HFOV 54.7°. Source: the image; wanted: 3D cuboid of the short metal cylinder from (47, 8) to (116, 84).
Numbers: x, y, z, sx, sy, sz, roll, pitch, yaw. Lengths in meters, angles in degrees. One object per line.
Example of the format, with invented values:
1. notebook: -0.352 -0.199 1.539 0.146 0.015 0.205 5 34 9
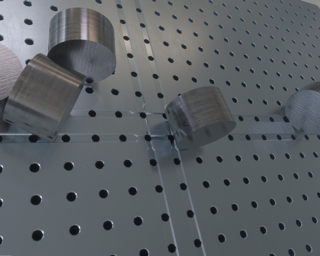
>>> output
1. short metal cylinder: -0.096 -0.099 0.381 0.081 0.080 0.050 6 59 -25

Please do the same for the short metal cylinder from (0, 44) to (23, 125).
1. short metal cylinder: -0.187 -0.046 0.319 0.081 0.050 0.080 14 56 -21

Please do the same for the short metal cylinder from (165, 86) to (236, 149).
1. short metal cylinder: 0.053 -0.012 0.408 0.081 0.080 0.050 -6 65 -31

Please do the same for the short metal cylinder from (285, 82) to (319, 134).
1. short metal cylinder: 0.269 -0.035 0.539 0.050 0.080 0.080 -27 77 -37

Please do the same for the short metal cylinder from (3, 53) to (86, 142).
1. short metal cylinder: -0.119 -0.031 0.327 0.050 0.080 0.080 27 52 -12
